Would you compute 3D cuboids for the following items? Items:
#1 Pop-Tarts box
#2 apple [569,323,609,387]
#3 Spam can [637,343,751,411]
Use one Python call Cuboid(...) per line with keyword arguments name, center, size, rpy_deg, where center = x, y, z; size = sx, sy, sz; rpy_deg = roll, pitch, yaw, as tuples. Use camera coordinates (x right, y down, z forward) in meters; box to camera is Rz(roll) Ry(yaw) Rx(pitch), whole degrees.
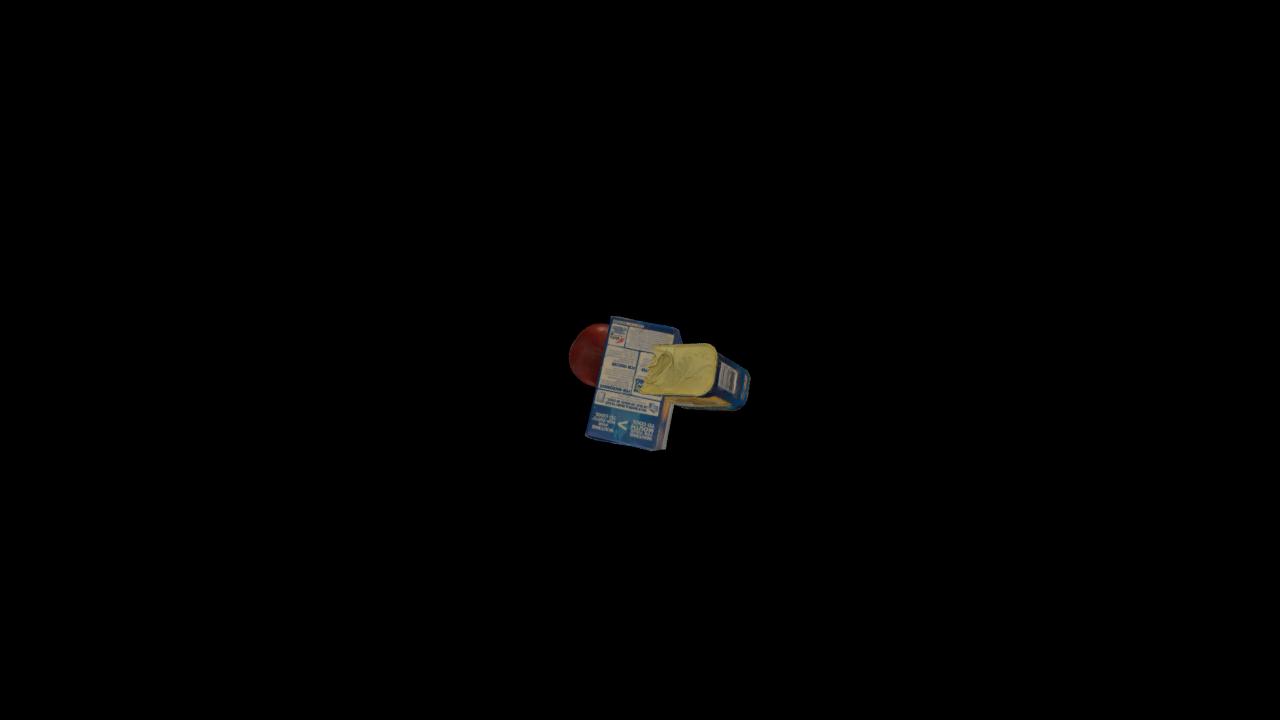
Cuboid(name="Pop-Tarts box", center=(0.000, 0.035, 0.758), size=(0.083, 0.141, 0.167), rpy_deg=(10, -6, 9))
Cuboid(name="apple", center=(-0.042, -0.002, 0.744), size=(0.093, 0.079, 0.079), rpy_deg=(30, 15, 28))
Cuboid(name="Spam can", center=(0.061, 0.022, 0.684), size=(0.101, 0.058, 0.085), rpy_deg=(0, -17, 37))
